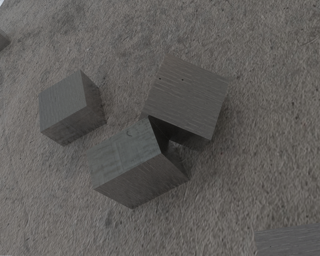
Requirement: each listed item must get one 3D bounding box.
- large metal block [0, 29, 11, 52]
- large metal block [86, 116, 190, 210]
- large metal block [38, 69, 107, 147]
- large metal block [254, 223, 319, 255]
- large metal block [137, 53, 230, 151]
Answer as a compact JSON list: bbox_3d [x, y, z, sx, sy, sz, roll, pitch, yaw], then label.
[{"bbox_3d":[-0.410,-0.208,0.711,0.080,0.080,0.050,-41,51,0],"label":"large metal block"},{"bbox_3d":[-0.024,0.043,0.354,0.080,0.080,0.050,-29,52,10],"label":"large metal block"},{"bbox_3d":[-0.136,-0.031,0.478,0.080,0.050,0.080,-28,52,10],"label":"large metal block"},{"bbox_3d":[0.128,0.123,0.246,0.080,0.050,0.080,-15,55,19],"label":"large metal block"},{"bbox_3d":[0.026,-0.029,0.367,0.080,0.050,0.080,23,69,-4],"label":"large metal block"}]
